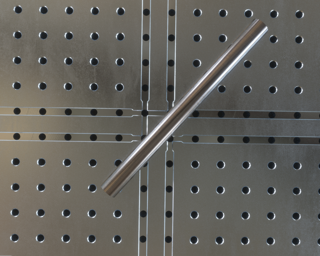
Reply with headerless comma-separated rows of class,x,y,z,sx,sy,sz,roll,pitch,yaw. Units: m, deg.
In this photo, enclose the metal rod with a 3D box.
metal rod,0.032,-0.026,0.413,0.025,0.025,0.300,43,90,0
